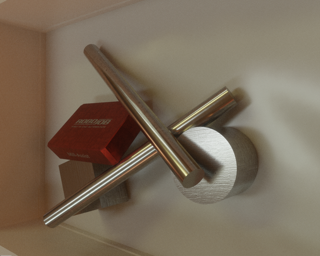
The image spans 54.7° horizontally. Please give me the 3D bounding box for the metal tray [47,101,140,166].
[{"bbox_3d":[-0.089,0.004,0.436,0.130,0.030,0.090,1,46,41],"label":"metal tray"}]

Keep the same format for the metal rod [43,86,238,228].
[{"bbox_3d":[-0.037,0.046,0.385,0.300,0.025,0.025,-35,68,19],"label":"metal rod"}]

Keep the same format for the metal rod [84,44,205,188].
[{"bbox_3d":[-0.039,-0.037,0.397,0.300,0.025,0.025,50,120,42],"label":"metal rod"}]

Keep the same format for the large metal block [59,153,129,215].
[{"bbox_3d":[-0.101,0.082,0.466,0.080,0.050,0.080,-24,75,37],"label":"large metal block"}]

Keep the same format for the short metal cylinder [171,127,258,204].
[{"bbox_3d":[0.058,0.038,0.338,0.080,0.050,0.079,0,90,39],"label":"short metal cylinder"}]
